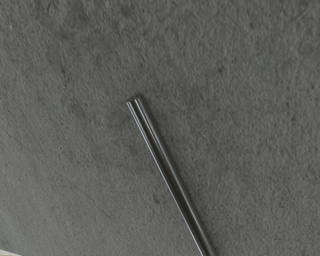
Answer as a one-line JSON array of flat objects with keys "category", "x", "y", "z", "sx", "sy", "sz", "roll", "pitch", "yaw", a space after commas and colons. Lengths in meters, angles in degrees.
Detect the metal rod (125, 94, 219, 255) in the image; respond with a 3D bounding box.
[{"category": "metal rod", "x": 0.026, "y": 0.089, "z": 0.446, "sx": 0.025, "sy": 0.025, "sz": 0.299, "roll": -12, "pitch": 112, "yaw": 33}]
